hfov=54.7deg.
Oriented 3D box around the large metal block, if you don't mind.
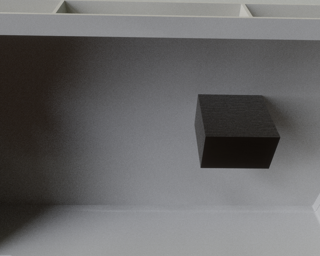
[{"bbox_3d":[0.088,0.003,0.377,0.081,0.080,0.050,1,130,-1],"label":"large metal block"}]
